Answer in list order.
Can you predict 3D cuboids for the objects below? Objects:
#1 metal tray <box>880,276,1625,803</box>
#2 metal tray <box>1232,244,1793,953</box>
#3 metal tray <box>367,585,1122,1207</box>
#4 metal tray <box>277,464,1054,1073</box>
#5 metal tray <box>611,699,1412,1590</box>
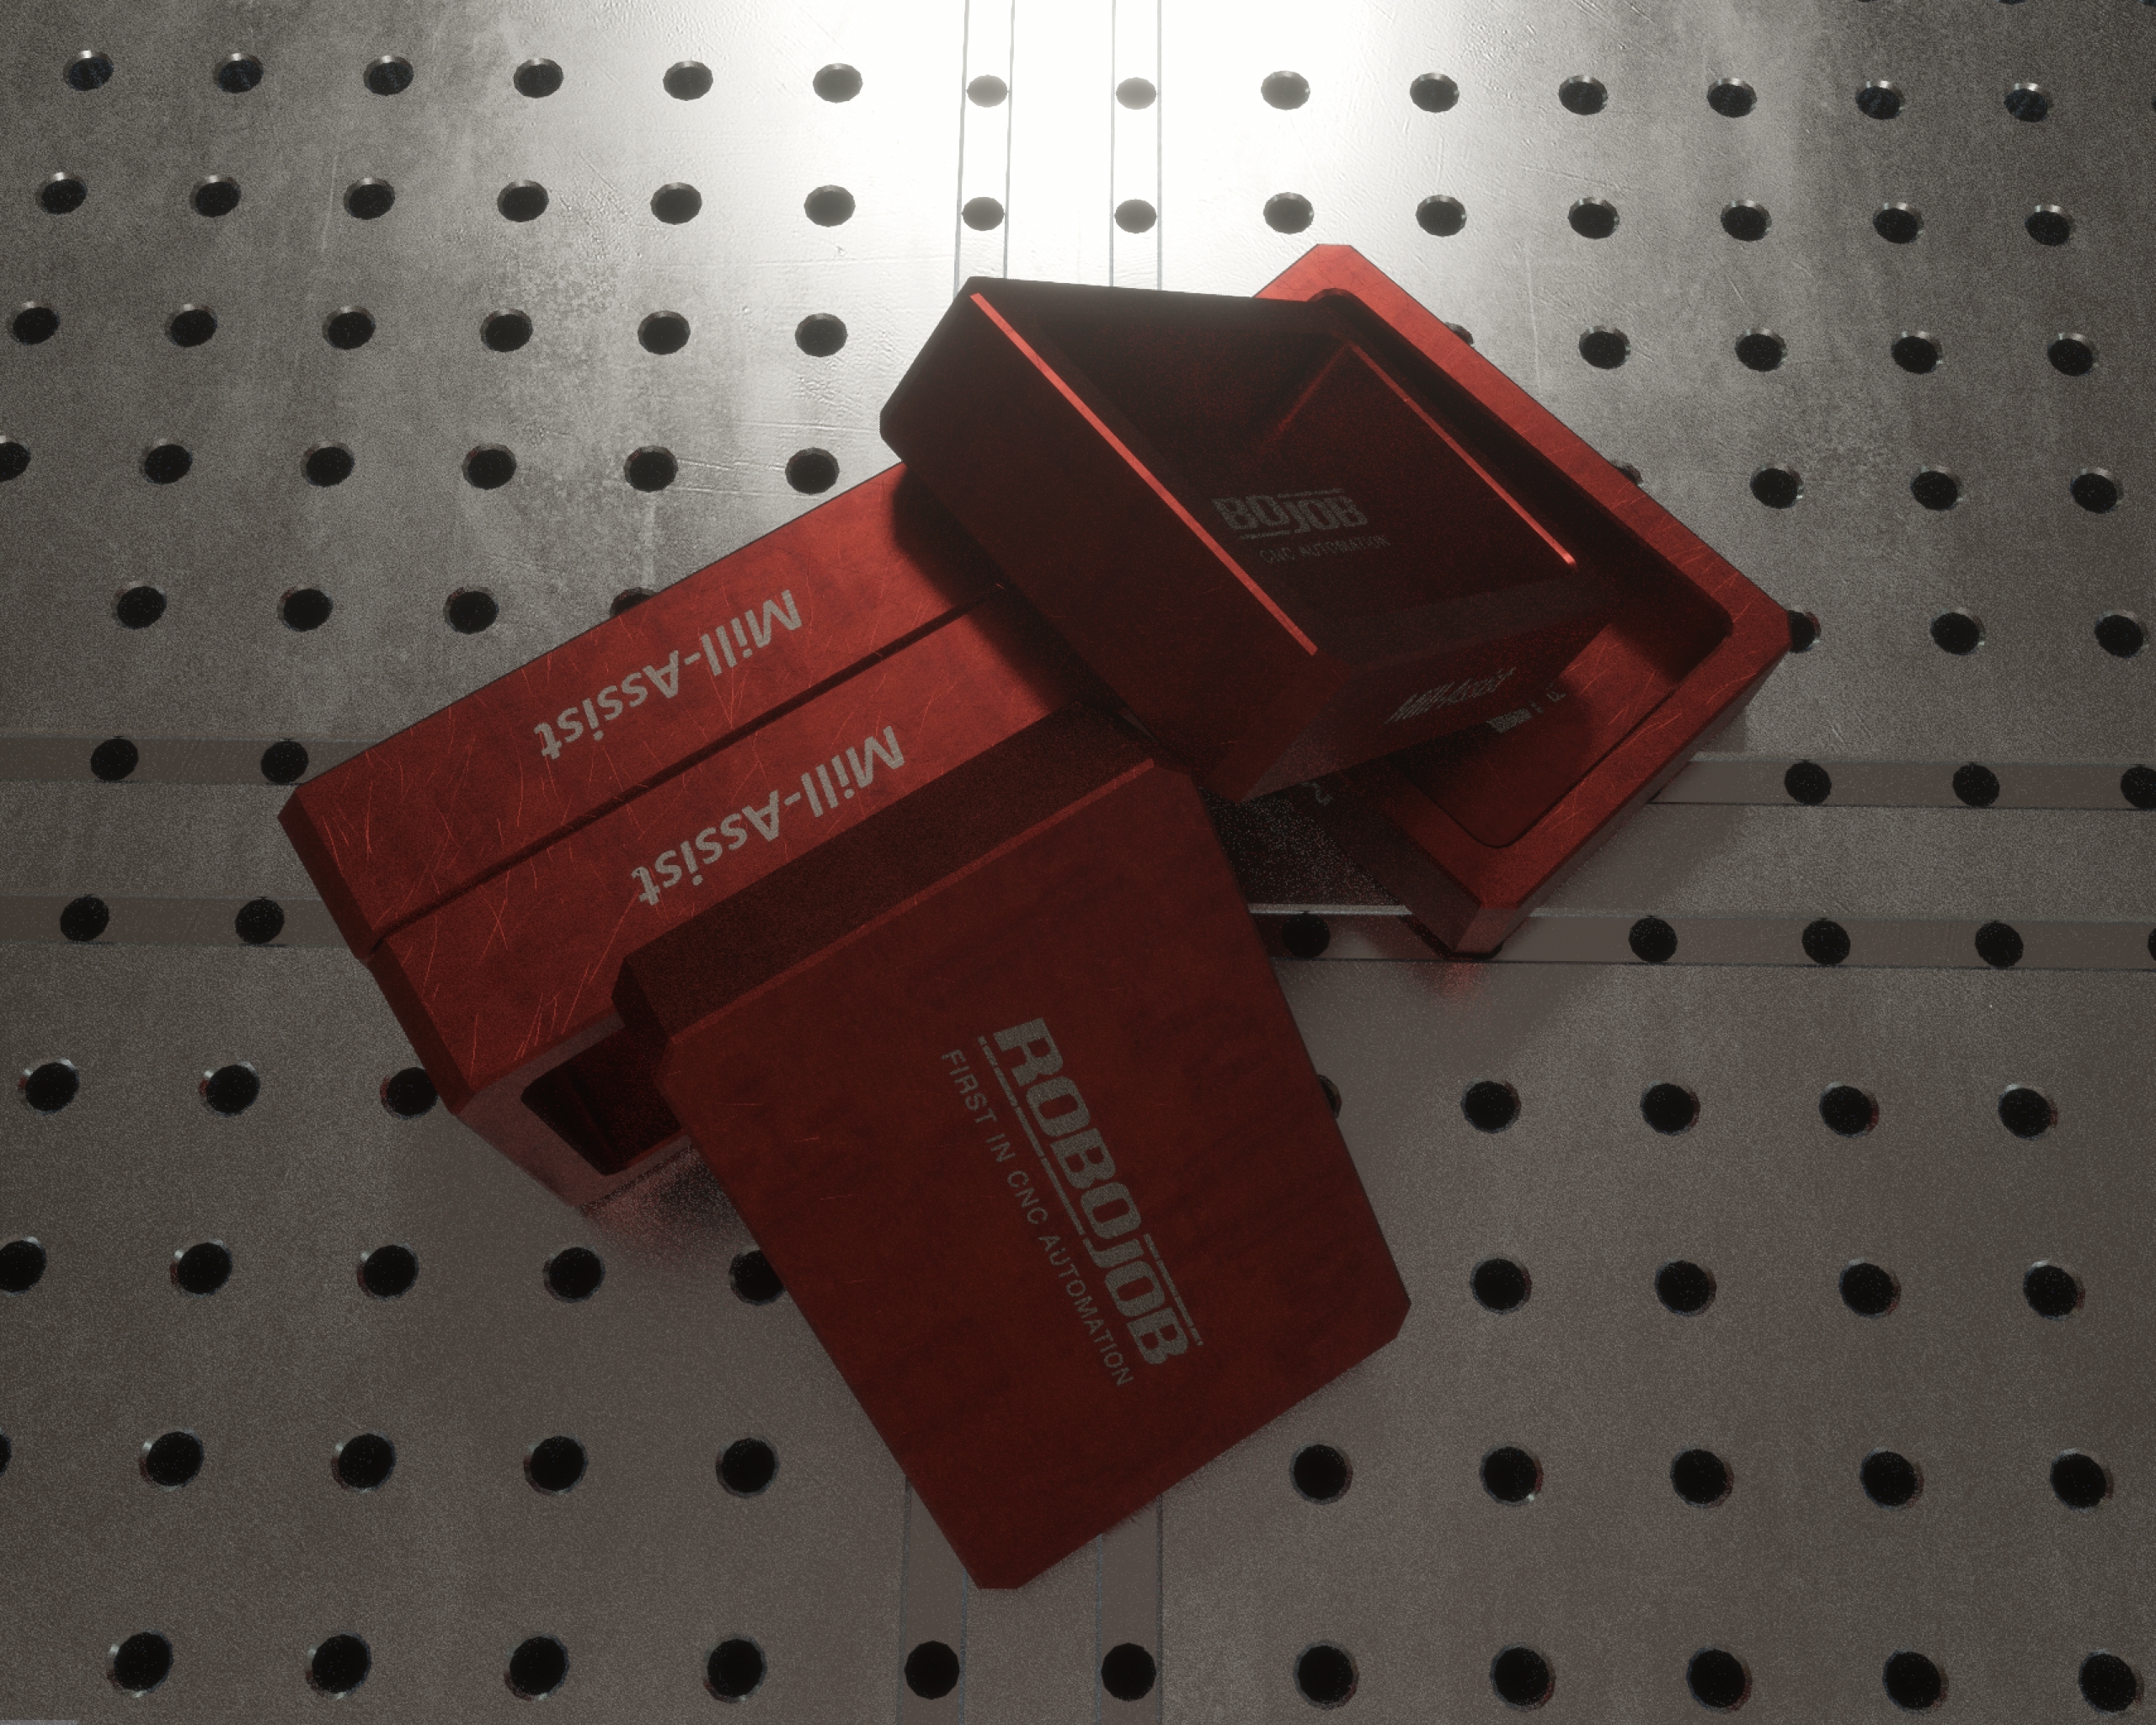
[{"bbox_3d":[0.037,-0.062,0.375,0.090,0.030,0.131,49,32,15],"label":"metal tray"},{"bbox_3d":[0.066,-0.056,0.429,0.090,0.030,0.130,-42,76,-14],"label":"metal tray"},{"bbox_3d":[-0.049,0.008,0.372,0.131,0.090,0.030,-31,73,-11],"label":"metal tray"},{"bbox_3d":[-0.066,-0.016,0.382,0.131,0.090,0.030,-31,73,-11],"label":"metal tray"},{"bbox_3d":[-0.006,0.050,0.344,0.090,0.129,0.030,-31,32,-11],"label":"metal tray"}]
